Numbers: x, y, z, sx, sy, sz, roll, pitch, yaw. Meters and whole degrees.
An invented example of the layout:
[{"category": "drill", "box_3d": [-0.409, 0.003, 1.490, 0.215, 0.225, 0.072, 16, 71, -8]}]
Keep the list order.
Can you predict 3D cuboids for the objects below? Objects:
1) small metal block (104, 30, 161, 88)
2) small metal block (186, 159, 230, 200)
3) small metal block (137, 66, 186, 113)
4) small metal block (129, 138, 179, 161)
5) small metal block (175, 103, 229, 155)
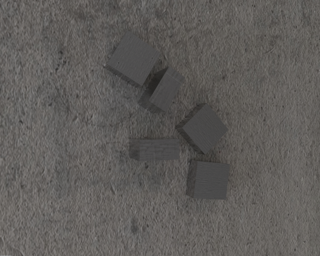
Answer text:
[{"category": "small metal block", "box_3d": [-0.035, -0.087, 0.396, 0.050, 0.025, 0.050, 31, 80, -18]}, {"category": "small metal block", "box_3d": [0.067, 0.072, 0.434, 0.050, 0.025, 0.050, 8, 88, -20]}, {"category": "small metal block", "box_3d": [0.000, -0.047, 0.396, 0.025, 0.050, 0.050, 33, 79, -17]}, {"category": "small metal block", "box_3d": [-0.009, 0.026, 0.392, 0.050, 0.050, 0.025, -1, 91, -20]}, {"category": "small metal block", "box_3d": [0.058, 0.001, 0.430, 0.050, 0.025, 0.050, -45, 104, -15]}]
